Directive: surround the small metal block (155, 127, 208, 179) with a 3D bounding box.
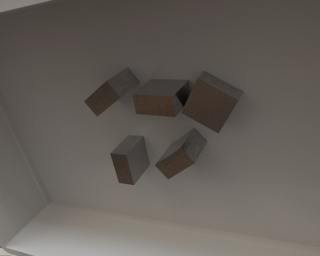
[{"bbox_3d":[0.028,0.032,0.397,0.025,0.050,0.050,47,129,-5],"label":"small metal block"}]

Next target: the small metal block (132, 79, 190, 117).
[{"bbox_3d":[0.003,-0.037,0.367,0.050,0.050,0.025,6,121,25],"label":"small metal block"}]

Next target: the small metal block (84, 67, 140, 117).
[{"bbox_3d":[-0.060,-0.046,0.394,0.050,0.050,0.025,-32,100,38],"label":"small metal block"}]

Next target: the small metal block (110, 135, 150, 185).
[{"bbox_3d":[-0.041,0.044,0.440,0.025,0.050,0.050,3,120,26],"label":"small metal block"}]

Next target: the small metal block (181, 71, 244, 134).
[{"bbox_3d":[0.060,-0.030,0.358,0.050,0.025,0.050,30,128,8],"label":"small metal block"}]
